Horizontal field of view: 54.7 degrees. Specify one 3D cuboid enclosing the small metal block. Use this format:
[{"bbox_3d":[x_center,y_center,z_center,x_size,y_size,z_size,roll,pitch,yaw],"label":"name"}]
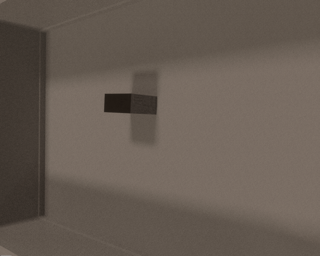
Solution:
[{"bbox_3d":[-0.040,-0.032,0.421,0.050,0.050,0.025,5,93,39],"label":"small metal block"}]
